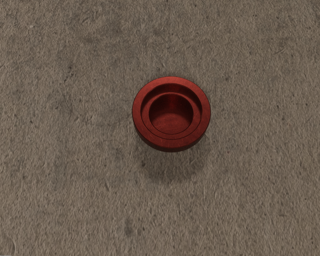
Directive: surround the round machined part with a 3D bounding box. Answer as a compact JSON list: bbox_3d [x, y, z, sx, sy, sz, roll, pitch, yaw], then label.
[{"bbox_3d":[0.014,-0.015,0.405,0.099,0.042,0.098,0,70,-1],"label":"round machined part"}]
